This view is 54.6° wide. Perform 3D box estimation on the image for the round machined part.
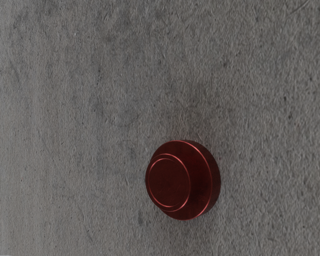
[{"bbox_3d":[0.020,0.064,0.378,0.098,0.042,0.097,0,90,40],"label":"round machined part"}]
